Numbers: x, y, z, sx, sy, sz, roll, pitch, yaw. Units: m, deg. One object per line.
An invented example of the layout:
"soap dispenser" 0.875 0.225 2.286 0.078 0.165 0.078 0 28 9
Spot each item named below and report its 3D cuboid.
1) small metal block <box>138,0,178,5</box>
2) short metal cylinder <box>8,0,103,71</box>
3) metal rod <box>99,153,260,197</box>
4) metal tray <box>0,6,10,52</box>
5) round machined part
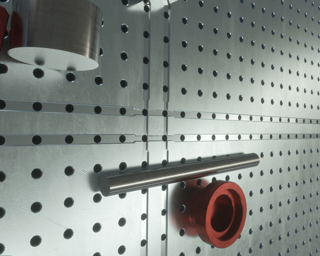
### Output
"small metal block" -0.005 -0.192 0.406 0.050 0.025 0.050 -15 100 -39
"short metal cylinder" -0.097 -0.088 0.293 0.081 0.080 0.050 6 86 -40
"metal rod" 0.051 0.062 0.454 0.302 0.025 0.025 -3 92 -40
"metal tray" -0.187 -0.051 0.249 0.091 0.030 0.129 16 80 -39
"round machined part" 0.086 0.128 0.474 0.099 0.042 0.097 0 90 -40
